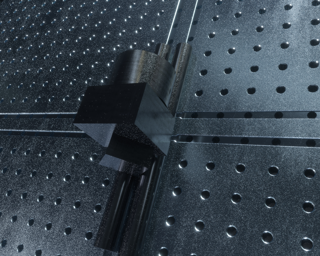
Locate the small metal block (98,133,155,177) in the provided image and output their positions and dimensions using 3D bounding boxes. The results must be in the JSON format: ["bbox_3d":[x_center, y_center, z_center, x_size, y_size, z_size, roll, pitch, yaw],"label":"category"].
[{"bbox_3d":[-0.040,0.033,0.362,0.050,0.050,0.025,20,65,-12],"label":"small metal block"}]

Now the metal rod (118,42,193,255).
[{"bbox_3d":[0.001,0.012,0.400,0.025,0.025,0.300,1,62,28],"label":"metal rod"}]

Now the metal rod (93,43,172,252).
[{"bbox_3d":[-0.029,0.008,0.419,0.025,0.025,0.300,1,62,28],"label":"metal rod"}]

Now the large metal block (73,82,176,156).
[{"bbox_3d":[-0.038,-0.008,0.365,0.080,0.080,0.050,0,62,28],"label":"large metal block"}]

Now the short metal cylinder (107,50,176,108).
[{"bbox_3d":[-0.024,-0.052,0.389,0.080,0.080,0.050,1,62,28],"label":"short metal cylinder"}]
